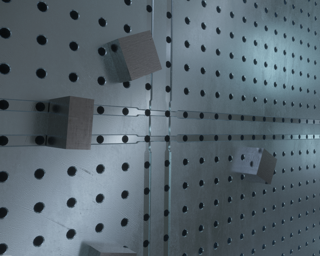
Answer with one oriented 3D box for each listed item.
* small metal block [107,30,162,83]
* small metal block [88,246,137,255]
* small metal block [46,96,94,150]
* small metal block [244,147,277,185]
[{"bbox_3d":[-0.031,-0.088,0.382,0.050,0.025,0.050,-28,108,-36],"label":"small metal block"},{"bbox_3d":[-0.059,0.166,0.359,0.050,0.025,0.050,20,77,-38],"label":"small metal block"},{"bbox_3d":[-0.092,-0.004,0.315,0.025,0.050,0.050,6,86,-40],"label":"small metal block"},{"bbox_3d":[0.183,0.069,0.561,0.050,0.025,0.050,33,69,-35],"label":"small metal block"}]
